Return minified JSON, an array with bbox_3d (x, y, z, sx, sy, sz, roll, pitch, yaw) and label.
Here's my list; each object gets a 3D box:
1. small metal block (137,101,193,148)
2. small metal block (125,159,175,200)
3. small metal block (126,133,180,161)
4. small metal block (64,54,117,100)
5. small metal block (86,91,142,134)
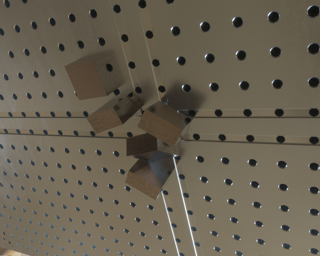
[{"bbox_3d":[0.008,-0.006,0.385,0.050,0.050,0.025,30,114,9],"label":"small metal block"},{"bbox_3d":[-0.014,0.067,0.444,0.050,0.050,0.025,28,128,10],"label":"small metal block"},{"bbox_3d":[-0.009,0.025,0.413,0.050,0.050,0.025,-14,70,34],"label":"small metal block"},{"bbox_3d":[-0.093,-0.068,0.419,0.050,0.025,0.050,-5,116,30],"label":"small metal block"},{"bbox_3d":[-0.061,-0.021,0.415,0.050,0.050,0.025,-18,109,35],"label":"small metal block"}]
